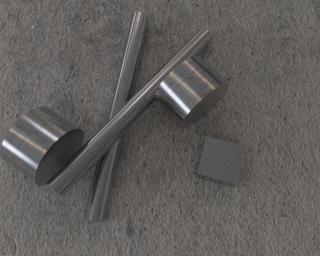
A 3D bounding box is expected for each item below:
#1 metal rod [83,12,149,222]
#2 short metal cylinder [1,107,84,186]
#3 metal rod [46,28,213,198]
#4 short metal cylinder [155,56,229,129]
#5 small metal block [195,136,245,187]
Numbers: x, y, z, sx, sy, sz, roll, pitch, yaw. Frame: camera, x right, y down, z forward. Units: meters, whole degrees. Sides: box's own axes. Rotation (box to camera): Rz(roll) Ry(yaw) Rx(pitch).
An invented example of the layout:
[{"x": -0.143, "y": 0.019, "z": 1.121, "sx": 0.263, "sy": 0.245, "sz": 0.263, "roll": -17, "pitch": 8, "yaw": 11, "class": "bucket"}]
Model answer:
[{"x": -0.054, "y": -0.029, "z": 0.418, "sx": 0.025, "sy": 0.025, "sz": 0.299, "roll": 9, "pitch": 70, "yaw": 3, "class": "metal rod"}, {"x": -0.138, "y": 0.021, "z": 0.370, "sx": 0.050, "sy": 0.080, "sz": 0.080, "roll": 33, "pitch": 73, "yaw": 11, "class": "short metal cylinder"}, {"x": -0.024, "y": -0.034, "z": 0.400, "sx": 0.025, "sy": 0.025, "sz": 0.301, "roll": 36, "pitch": 66, "yaw": 12, "class": "metal rod"}, {"x": 0.040, "y": -0.045, "z": 0.396, "sx": 0.080, "sy": 0.080, "sz": 0.050, "roll": -38, "pitch": 75, "yaw": -13, "class": "short metal cylinder"}, {"x": 0.076, "y": 0.043, "z": 0.393, "sx": 0.050, "sy": 0.025, "sz": 0.050, "roll": 14, "pitch": 71, "yaw": 5, "class": "small metal block"}]
